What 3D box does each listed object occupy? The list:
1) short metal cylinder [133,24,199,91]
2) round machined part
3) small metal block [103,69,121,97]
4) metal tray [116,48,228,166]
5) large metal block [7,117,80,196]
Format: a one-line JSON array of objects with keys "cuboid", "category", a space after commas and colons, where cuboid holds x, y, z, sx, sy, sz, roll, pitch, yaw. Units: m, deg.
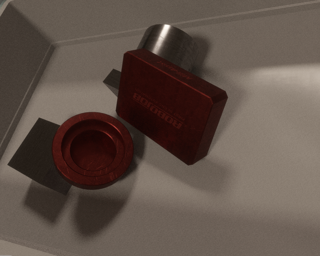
[{"cuboid": [0.007, -0.094, 0.423, 0.080, 0.080, 0.050, 10, 67, 32], "category": "short metal cylinder"}, {"cuboid": [-0.086, 0.032, 0.398, 0.099, 0.042, 0.098, 6, 63, -13], "category": "round machined part"}, {"cuboid": [-0.046, -0.054, 0.445, 0.050, 0.050, 0.025, 29, 78, 37], "category": "small metal block"}, {"cuboid": [0.006, -0.028, 0.365, 0.130, 0.089, 0.030, 34, 38, 28], "category": "metal tray"}, {"cuboid": [-0.155, 0.039, 0.445, 0.080, 0.050, 0.080, 17, 70, 34], "category": "large metal block"}]
